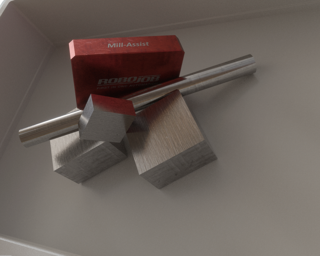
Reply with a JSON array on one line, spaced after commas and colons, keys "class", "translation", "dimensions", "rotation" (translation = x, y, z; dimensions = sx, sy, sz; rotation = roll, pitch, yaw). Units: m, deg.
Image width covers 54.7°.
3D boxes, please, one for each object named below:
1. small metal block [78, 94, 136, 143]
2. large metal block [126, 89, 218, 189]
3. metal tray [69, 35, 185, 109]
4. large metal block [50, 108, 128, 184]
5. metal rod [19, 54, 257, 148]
[{"class": "small metal block", "translation": [-0.063, -0.010, 0.363], "dimensions": [0.050, 0.050, 0.025], "rotation": [-55, 40, 38]}, {"class": "large metal block", "translation": [0.010, 0.014, 0.373], "dimensions": [0.080, 0.050, 0.080], "rotation": [-29, 52, 9]}, {"class": "metal tray", "translation": [-0.042, -0.068, 0.390], "dimensions": [0.131, 0.089, 0.030], "rotation": [-7, 54, -14]}, {"class": "large metal block", "translation": [-0.101, 0.017, 0.426], "dimensions": [0.080, 0.050, 0.080], "rotation": [-29, 52, 9]}, {"class": "metal rod", "translation": [-0.026, -0.035, 0.390], "dimensions": [0.302, 0.025, 0.025], "rotation": [-18, 53, -2]}]
